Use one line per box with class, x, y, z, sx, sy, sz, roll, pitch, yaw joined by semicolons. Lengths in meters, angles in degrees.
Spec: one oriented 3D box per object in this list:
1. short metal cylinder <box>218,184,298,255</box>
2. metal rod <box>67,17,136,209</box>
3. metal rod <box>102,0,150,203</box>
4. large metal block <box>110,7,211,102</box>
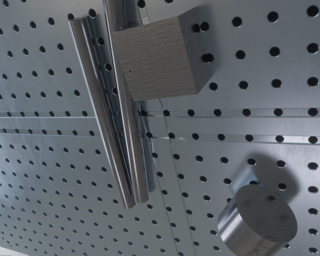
short metal cylinder;0.120;0.118;0.385;0.080;0.080;0.050;30;128;9
metal rod;-0.077;-0.004;0.448;0.025;0.025;0.298;4;120;26
metal rod;-0.041;-0.018;0.421;0.025;0.025;0.298;9;123;23
large metal block;0.003;-0.080;0.344;0.080;0.050;0.080;-4;117;30
